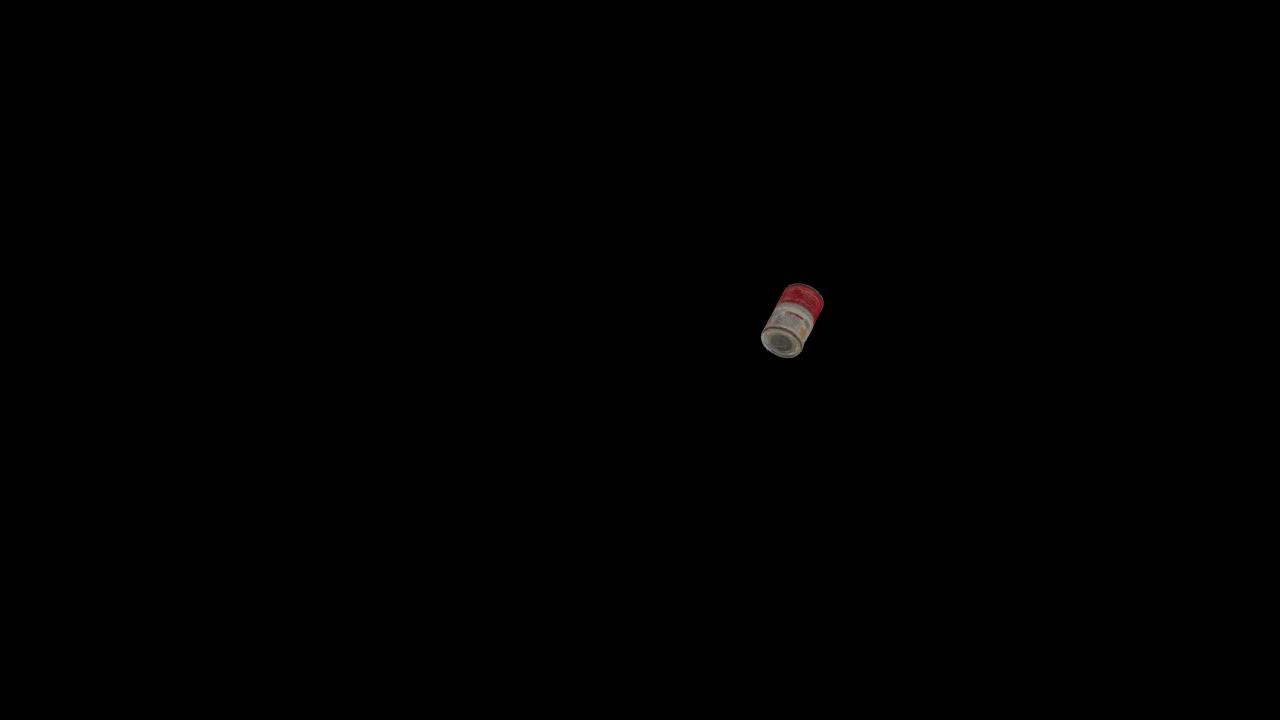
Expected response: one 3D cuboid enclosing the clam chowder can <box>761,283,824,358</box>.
[{"bbox_3d":[0.237,-0.061,0.958,0.068,0.102,0.068,24,-32,16],"label":"clam chowder can"}]
